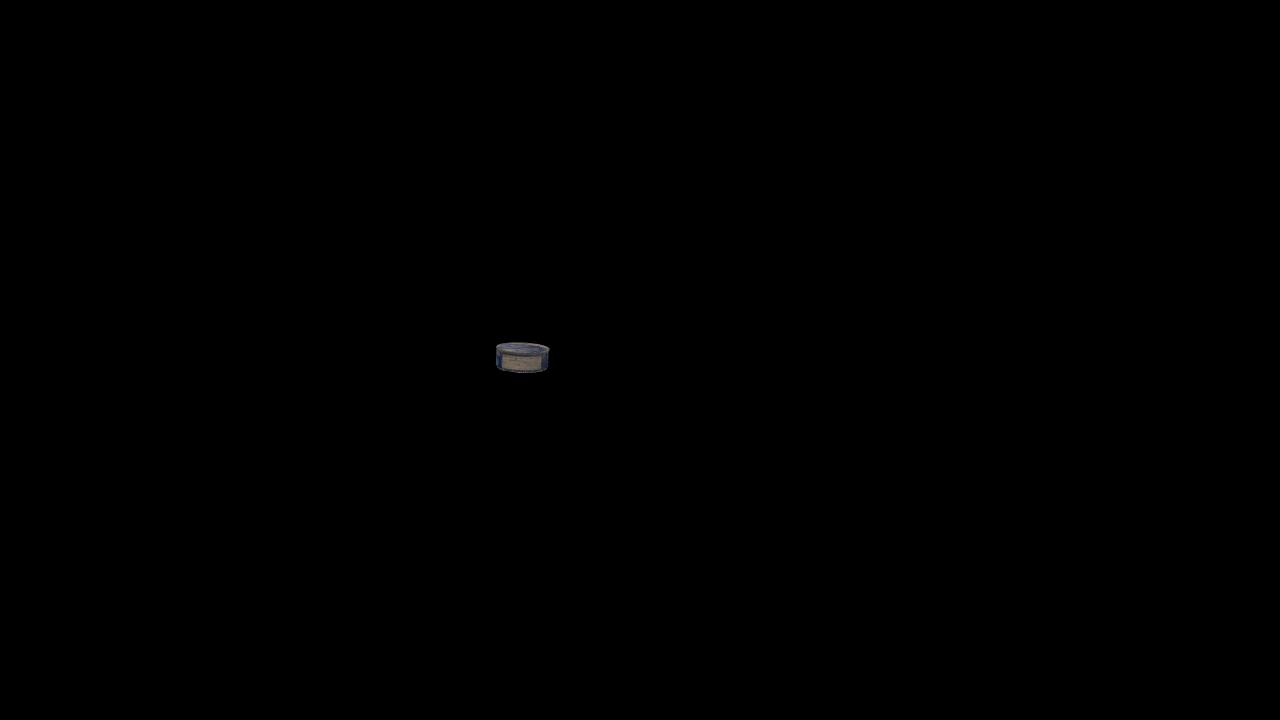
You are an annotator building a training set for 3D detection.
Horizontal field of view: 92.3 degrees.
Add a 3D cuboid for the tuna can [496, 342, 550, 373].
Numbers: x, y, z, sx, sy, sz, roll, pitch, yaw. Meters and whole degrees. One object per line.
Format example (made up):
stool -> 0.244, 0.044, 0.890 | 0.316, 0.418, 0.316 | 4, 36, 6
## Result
tuna can -> -0.188, -0.004, 0.984 | 0.084, 0.034, 0.084 | 5, 12, -1
